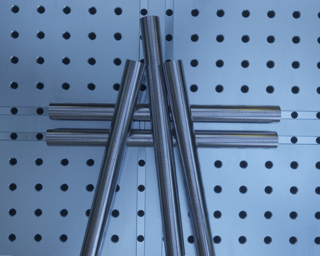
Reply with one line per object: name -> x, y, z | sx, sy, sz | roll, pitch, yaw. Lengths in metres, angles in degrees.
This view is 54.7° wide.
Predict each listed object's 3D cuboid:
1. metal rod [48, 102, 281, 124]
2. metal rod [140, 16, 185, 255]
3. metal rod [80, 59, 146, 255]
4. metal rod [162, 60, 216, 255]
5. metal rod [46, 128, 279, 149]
metal rod -> 0.007, -0.020, 0.414 | 0.302, 0.025, 0.025 | 1, 90, -1
metal rod -> 0.003, 0.012, 0.389 | 0.025, 0.025, 0.298 | -6, 90, 0
metal rod -> -0.066, 0.063, 0.394 | 0.025, 0.025, 0.298 | 14, 97, -1
metal rod -> 0.042, 0.065, 0.395 | 0.025, 0.025, 0.298 | -11, 97, 0
metal rod -> 0.003, 0.014, 0.414 | 0.302, 0.025, 0.025 | 1, 90, -1
